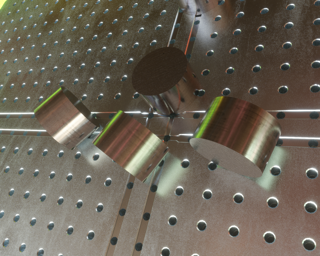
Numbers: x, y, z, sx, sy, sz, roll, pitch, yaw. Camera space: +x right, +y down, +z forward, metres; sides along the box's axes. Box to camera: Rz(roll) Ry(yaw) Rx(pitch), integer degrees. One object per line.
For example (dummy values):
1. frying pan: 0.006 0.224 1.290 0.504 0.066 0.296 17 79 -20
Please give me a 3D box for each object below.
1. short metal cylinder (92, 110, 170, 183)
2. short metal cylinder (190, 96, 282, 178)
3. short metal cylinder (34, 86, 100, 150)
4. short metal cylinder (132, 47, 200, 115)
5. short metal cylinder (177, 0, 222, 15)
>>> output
1. short metal cylinder: -0.035 0.023 0.377 0.080 0.080 0.050 32 80 38
2. short metal cylinder: 0.078 0.010 0.325 0.080 0.080 0.050 19 72 35
3. short metal cylinder: -0.134 -0.014 0.452 0.050 0.080 0.080 -42 51 0
4. short metal cylinder: 0.009 -0.064 0.427 0.080 0.050 0.080 -13 56 21
5. short metal cylinder: 0.061 -0.231 0.502 0.080 0.050 0.080 -13 56 21
